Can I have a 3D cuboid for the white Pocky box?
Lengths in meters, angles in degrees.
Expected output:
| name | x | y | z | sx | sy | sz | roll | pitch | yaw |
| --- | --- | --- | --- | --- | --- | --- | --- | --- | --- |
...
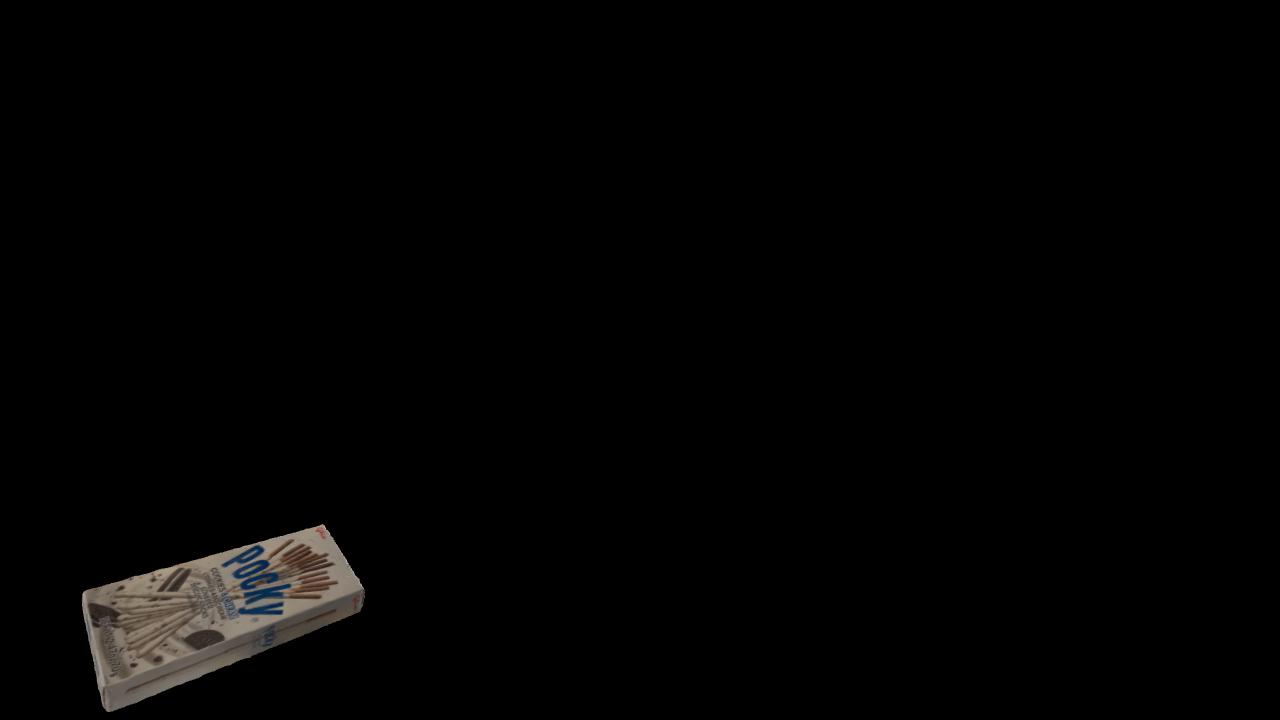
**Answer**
| name | x | y | z | sx | sy | sz | roll | pitch | yaw |
| --- | --- | --- | --- | --- | --- | --- | --- | --- | --- |
| white Pocky box | -0.291 | 0.174 | 0.440 | 0.154 | 0.028 | 0.084 | -9 | 35 | -46 |
